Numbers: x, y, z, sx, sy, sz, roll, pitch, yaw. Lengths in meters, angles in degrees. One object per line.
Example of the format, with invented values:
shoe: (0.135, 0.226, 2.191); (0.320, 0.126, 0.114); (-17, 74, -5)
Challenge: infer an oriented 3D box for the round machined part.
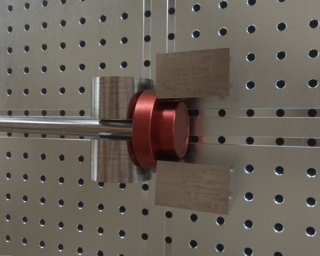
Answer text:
round machined part: (0.007, 0.002, 0.371); (0.042, 0.098, 0.097); (1, 90, 20)

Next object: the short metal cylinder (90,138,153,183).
short metal cylinder: (-0.049, 0.039, 0.400); (0.080, 0.080, 0.050); (2, 91, 20)

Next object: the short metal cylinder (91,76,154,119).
short metal cylinder: (-0.048, -0.036, 0.400); (0.080, 0.080, 0.050); (1, 91, 20)

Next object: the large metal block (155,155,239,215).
large metal block: (0.047, 0.062, 0.367); (0.080, 0.080, 0.050); (3, 91, 20)

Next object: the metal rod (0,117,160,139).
metal rod: (-0.121, -0.001, 0.443); (0.301, 0.025, 0.025); (2, 91, 24)

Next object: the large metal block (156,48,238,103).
large metal block: (0.047, -0.058, 0.367); (0.080, 0.080, 0.050); (0, 90, 20)
